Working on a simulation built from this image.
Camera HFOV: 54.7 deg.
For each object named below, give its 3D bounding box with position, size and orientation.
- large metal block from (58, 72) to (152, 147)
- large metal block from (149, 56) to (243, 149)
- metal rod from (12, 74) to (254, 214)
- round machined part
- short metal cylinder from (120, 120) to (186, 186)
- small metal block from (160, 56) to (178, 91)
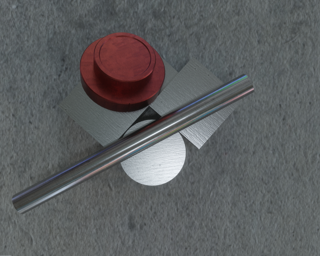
[{"bbox_3d":[-0.066,-0.029,0.397,0.080,0.050,0.080,42,90,-1],"label":"large metal block"},{"bbox_3d":[0.044,-0.031,0.399,0.080,0.050,0.080,41,90,-1],"label":"large metal block"},{"bbox_3d":[-0.030,0.018,0.361,0.301,0.025,0.025,-28,90,0],"label":"metal rod"},{"bbox_3d":[-0.042,-0.071,0.358,0.099,0.042,0.098,5,64,-10],"label":"round machined part"},{"bbox_3d":[-0.009,0.029,0.398,0.081,0.050,0.079,0,90,-1],"label":"short metal cylinder"},{"bbox_3d":[-0.011,-0.069,0.410,0.050,0.025,0.050,43,90,-1],"label":"small metal block"}]
